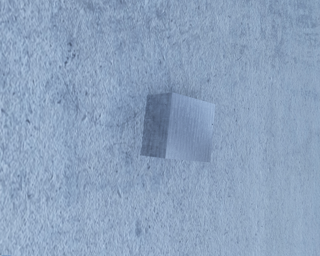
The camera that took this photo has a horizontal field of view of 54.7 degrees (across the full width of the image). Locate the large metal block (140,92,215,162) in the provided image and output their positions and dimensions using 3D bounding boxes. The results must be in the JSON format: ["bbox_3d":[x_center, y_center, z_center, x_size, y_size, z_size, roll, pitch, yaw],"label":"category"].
[{"bbox_3d":[0.025,0.002,0.413,0.081,0.050,0.080,10,84,-40],"label":"large metal block"}]
